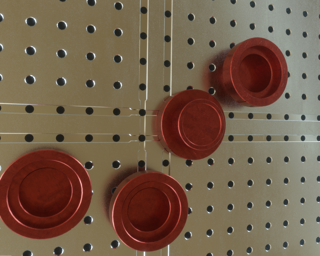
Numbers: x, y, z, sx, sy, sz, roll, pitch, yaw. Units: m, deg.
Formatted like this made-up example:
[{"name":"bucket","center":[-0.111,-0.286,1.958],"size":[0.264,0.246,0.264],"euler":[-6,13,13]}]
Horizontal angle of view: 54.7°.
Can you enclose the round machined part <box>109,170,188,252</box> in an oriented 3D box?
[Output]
[{"name":"round machined part","center":[-0.017,0.103,0.399],"size":[0.099,0.042,0.097],"euler":[0,90,-21]}]

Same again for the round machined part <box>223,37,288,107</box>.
[{"name":"round machined part","center":[0.134,-0.079,0.455],"size":[0.099,0.042,0.097],"euler":[0,90,-21]}]

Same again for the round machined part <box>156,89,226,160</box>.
[{"name":"round machined part","center":[0.048,-0.005,0.423],"size":[0.099,0.042,0.097],"euler":[0,90,-21]}]

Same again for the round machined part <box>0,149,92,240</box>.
[{"name":"round machined part","center":[-0.131,0.072,0.356],"size":[0.099,0.042,0.097],"euler":[0,90,-21]}]
